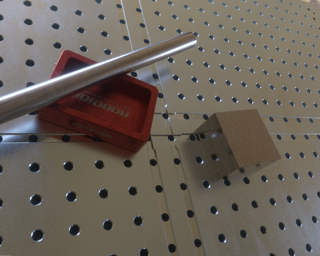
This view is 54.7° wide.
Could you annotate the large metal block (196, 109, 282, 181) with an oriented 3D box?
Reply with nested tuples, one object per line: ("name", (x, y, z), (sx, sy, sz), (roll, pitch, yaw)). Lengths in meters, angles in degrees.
("large metal block", (0.109, 0.022, 0.437), (0.081, 0.050, 0.080), (-6, 65, -31))

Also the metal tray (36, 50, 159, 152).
("metal tray", (-0.072, -0.033, 0.386), (0.131, 0.030, 0.090), (21, 54, -16))

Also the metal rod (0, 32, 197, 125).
("metal rod", (-0.056, -0.074, 0.383), (0.302, 0.025, 0.025), (-31, 79, -38))
